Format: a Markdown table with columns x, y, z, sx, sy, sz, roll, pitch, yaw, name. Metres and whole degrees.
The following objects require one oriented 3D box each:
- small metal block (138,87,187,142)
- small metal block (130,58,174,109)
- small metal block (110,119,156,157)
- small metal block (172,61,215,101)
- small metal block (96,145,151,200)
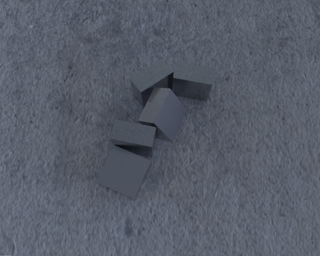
| x | y | z | sx | sy | sz | roll | pitch | yaw | name |
| --- | --- | --- | --- | --- | --- | --- | --- | --- | --- |
| 0.005 | -0.017 | 0.398 | 0.025 | 0.050 | 0.050 | 10 | 67 | 37 | small metal block |
| -0.010 | -0.058 | 0.416 | 0.050 | 0.050 | 0.025 | -34 | 72 | -12 | small metal block |
| -0.032 | 0.014 | 0.389 | 0.050 | 0.050 | 0.025 | 11 | 71 | 4 | small metal block |
| 0.044 | -0.062 | 0.418 | 0.050 | 0.050 | 0.025 | 11 | 71 | 3 | small metal block |
| -0.044 | 0.056 | 0.387 | 0.050 | 0.025 | 0.050 | 22 | 71 | 7 | small metal block |
